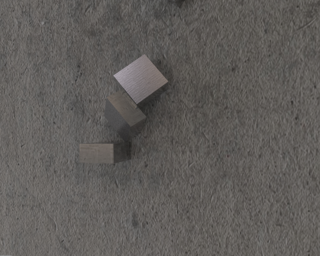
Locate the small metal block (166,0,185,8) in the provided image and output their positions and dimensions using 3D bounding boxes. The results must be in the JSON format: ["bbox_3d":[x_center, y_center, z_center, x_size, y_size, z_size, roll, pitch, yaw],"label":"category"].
[{"bbox_3d":[0.017,-0.194,0.403,0.050,0.025,0.050,38,102,16],"label":"small metal block"}]

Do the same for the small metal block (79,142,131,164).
[{"bbox_3d":[-0.074,0.033,0.422,0.050,0.050,0.025,-1,90,20],"label":"small metal block"}]

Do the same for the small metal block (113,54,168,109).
[{"bbox_3d":[-0.024,-0.060,0.408,0.050,0.025,0.050,-37,77,-9],"label":"small metal block"}]

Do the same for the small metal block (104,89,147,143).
[{"bbox_3d":[-0.047,-0.015,0.410,0.025,0.050,0.050,-34,76,-26],"label":"small metal block"}]
